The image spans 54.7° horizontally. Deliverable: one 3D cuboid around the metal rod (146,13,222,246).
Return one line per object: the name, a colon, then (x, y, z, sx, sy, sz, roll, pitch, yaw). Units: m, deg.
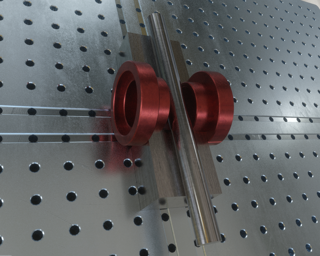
metal rod: (0.021, -0.019, 0.367, 0.025, 0.025, 0.299, 3, 61, -27)

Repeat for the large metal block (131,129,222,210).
large metal block: (0.017, 0.049, 0.371, 0.081, 0.050, 0.080, 3, 61, -27)

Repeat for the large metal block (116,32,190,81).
large metal block: (-0.011, -0.081, 0.435, 0.081, 0.050, 0.080, 2, 61, -27)

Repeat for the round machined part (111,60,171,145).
round machined part: (-0.022, -0.028, 0.365, 0.042, 0.097, 0.098, 2, 61, -27)

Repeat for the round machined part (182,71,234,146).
round machined part: (0.049, -0.025, 0.403, 0.042, 0.097, 0.098, -1, 62, -23)
